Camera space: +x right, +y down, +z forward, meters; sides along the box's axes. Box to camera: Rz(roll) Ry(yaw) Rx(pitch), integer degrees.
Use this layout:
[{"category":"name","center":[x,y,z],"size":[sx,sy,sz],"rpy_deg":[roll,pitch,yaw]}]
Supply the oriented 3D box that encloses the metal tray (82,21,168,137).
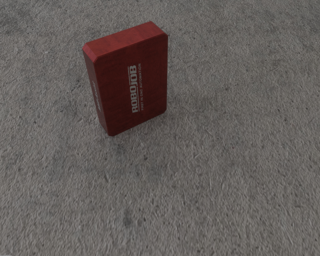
[{"category":"metal tray","center":[-0.036,-0.055,0.382],"size":[0.091,0.129,0.030],"rpy_deg":[-26,55,-20]}]
